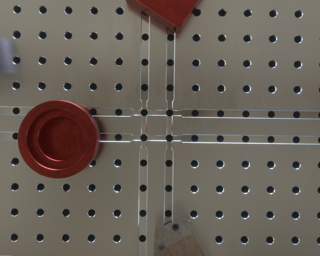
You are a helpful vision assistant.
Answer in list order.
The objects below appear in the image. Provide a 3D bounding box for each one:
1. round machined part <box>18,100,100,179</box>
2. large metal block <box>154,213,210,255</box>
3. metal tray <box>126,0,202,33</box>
[{"bbox_3d":[-0.127,0.014,0.404,0.099,0.042,0.097,0,90,0],"label":"round machined part"},{"bbox_3d":[0.034,0.164,0.386,0.050,0.080,0.080,-28,90,0],"label":"large metal block"},{"bbox_3d":[0.023,-0.206,0.411,0.090,0.030,0.130,33,90,0],"label":"metal tray"}]
